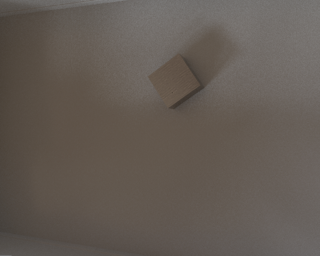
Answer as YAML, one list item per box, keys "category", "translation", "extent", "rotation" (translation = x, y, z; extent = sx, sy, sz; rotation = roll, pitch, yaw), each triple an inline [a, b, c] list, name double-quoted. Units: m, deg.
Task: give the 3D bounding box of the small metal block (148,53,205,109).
- category: "small metal block"
  translation: [0.021, -0.060, 0.402]
  extent: [0.050, 0.025, 0.050]
  rotation: [-35, 79, 16]
